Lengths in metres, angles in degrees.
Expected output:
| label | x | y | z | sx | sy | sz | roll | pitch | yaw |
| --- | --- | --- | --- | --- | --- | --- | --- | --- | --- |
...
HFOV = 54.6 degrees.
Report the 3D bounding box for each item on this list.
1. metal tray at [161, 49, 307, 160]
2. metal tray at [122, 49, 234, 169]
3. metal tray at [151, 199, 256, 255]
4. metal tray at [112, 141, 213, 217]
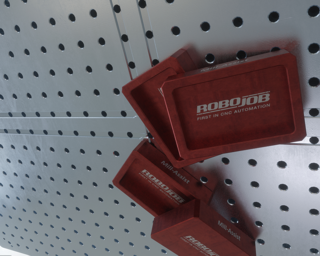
| label | x | y | z | sx | sy | sz | roll | pitch | yaw |
| --- | --- | --- | --- | --- | --- | --- | --- | --- | --- |
| metal tray | 0.076 | -0.022 | 0.325 | 0.130 | 0.030 | 0.090 | -11 | 108 | 14 |
| metal tray | 0.024 | -0.019 | 0.384 | 0.090 | 0.030 | 0.130 | -25 | 105 | 37 |
| metal tray | 0.063 | 0.161 | 0.445 | 0.130 | 0.030 | 0.090 | 40 | 126 | -22 |
| metal tray | 0.001 | 0.090 | 0.463 | 0.130 | 0.030 | 0.089 | 38 | 129 | 2 |
